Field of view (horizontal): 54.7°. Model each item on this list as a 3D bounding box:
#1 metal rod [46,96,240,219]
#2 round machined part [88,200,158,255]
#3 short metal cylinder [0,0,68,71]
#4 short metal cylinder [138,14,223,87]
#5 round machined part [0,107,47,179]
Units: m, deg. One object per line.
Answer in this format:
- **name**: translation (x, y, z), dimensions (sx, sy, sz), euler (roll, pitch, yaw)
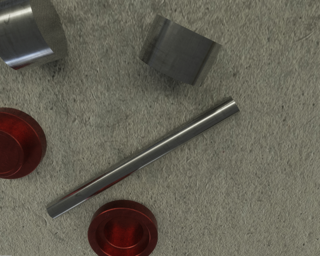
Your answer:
- **metal rod**: translation (-0.030, 0.045, 0.425), dimensions (0.300, 0.025, 0.025), euler (-31, 108, 10)
- **round machined part**: translation (-0.052, 0.146, 0.454), dimensions (0.099, 0.042, 0.097), euler (0, 110, -1)
- **short metal cylinder**: translation (-0.144, -0.108, 0.339), dimensions (0.050, 0.080, 0.080), euler (-16, 110, 5)
- **short metal cylinder**: translation (0.022, -0.087, 0.349), dimensions (0.080, 0.080, 0.050), euler (23, 108, -9)
- **round machined part**: translation (-0.206, 0.025, 0.407), dimensions (0.099, 0.042, 0.097), euler (0, 110, -1)
